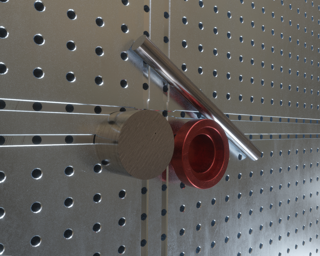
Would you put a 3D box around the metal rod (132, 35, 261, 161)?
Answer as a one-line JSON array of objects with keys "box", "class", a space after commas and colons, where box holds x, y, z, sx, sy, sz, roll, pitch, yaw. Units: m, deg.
[{"box": [0.072, -0.030, 0.471, 0.301, 0.025, 0.025, 38, 67, -34], "class": "metal rod"}]

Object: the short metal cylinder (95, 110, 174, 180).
[{"box": [-0.030, 0.019, 0.370, 0.081, 0.050, 0.079, 0, 90, -40], "class": "short metal cylinder"}]

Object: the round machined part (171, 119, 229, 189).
[{"box": [0.053, 0.036, 0.445, 0.099, 0.042, 0.097, 0, 90, -40], "class": "round machined part"}]
